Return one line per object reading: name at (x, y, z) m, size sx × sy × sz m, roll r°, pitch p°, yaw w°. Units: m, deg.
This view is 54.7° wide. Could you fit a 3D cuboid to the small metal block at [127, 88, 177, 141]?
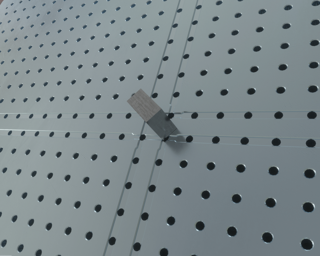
small metal block at (-0.010, -0.017, 0.407) m, size 0.025 × 0.050 × 0.050 m, roll -43°, pitch 51°, yaw -1°
